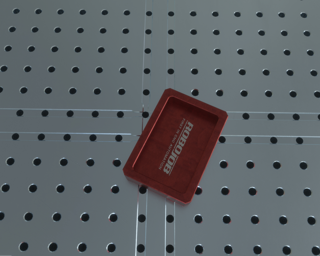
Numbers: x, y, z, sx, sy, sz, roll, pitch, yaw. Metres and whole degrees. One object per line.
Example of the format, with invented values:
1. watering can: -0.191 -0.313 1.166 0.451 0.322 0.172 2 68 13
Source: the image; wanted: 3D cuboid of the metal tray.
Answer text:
1. metal tray: 0.022 0.022 0.401 0.090 0.030 0.130 24 72 8
